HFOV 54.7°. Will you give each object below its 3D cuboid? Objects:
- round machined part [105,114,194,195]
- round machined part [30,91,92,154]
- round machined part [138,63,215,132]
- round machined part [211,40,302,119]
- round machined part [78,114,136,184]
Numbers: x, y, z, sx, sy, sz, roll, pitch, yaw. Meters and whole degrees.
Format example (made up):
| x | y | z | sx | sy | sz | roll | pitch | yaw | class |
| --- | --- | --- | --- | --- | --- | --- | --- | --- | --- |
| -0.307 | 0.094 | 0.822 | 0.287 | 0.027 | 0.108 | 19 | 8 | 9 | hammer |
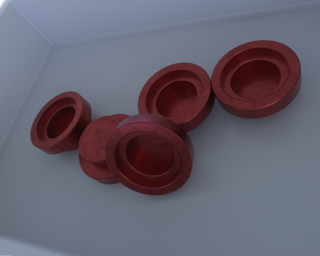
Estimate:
| x | y | z | sx | sy | sz | roll | pitch | yaw | class |
| --- | --- | --- | --- | --- | --- | --- | --- | --- | --- |
| -0.009 | 0.027 | 0.356 | 0.098 | 0.098 | 0.042 | -14 | 25 | 20 | round machined part |
| -0.142 | -0.004 | 0.466 | 0.098 | 0.042 | 0.098 | -17 | 52 | 23 | round machined part |
| 0.024 | -0.033 | 0.401 | 0.098 | 0.042 | 0.098 | -13 | 56 | 21 | round machined part |
| 0.114 | -0.053 | 0.367 | 0.098 | 0.042 | 0.098 | -13 | 56 | 20 | round machined part |
| -0.069 | 0.022 | 0.416 | 0.098 | 0.042 | 0.098 | -13 | 56 | 20 | round machined part |
